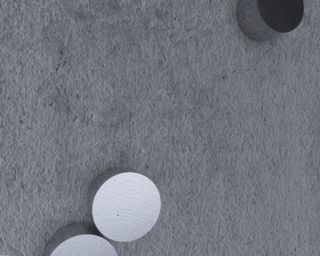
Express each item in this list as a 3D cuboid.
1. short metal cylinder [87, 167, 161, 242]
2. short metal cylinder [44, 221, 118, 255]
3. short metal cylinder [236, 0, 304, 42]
[{"bbox_3d":[-0.045,0.091,0.379,0.081,0.050,0.080,0,90,-20],"label":"short metal cylinder"},{"bbox_3d":[-0.093,0.156,0.362,0.081,0.050,0.080,0,90,-20],"label":"short metal cylinder"},{"bbox_3d":[0.160,-0.173,0.454,0.081,0.050,0.080,0,90,-20],"label":"short metal cylinder"}]
